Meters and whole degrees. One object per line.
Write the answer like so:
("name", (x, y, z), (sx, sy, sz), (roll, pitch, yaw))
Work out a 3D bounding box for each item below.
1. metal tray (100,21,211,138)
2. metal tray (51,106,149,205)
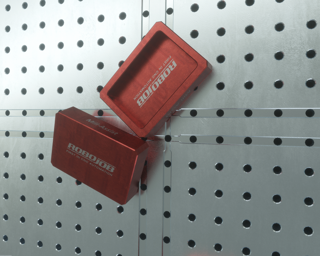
("metal tray", (-0.008, -0.062, 0.411), (0.090, 0.030, 0.130), (45, 103, 14))
("metal tray", (-0.086, 0.036, 0.423), (0.130, 0.030, 0.089), (25, 118, 17))
